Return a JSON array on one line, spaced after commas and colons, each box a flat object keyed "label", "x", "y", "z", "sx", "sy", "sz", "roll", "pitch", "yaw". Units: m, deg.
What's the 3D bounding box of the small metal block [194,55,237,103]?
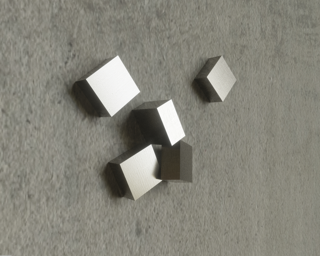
[{"label": "small metal block", "x": 0.087, "y": -0.075, "z": 0.480, "sx": 0.050, "sy": 0.025, "sz": 0.050, "roll": 51, "pitch": 60, "yaw": -28}]

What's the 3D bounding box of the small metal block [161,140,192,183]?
[{"label": "small metal block", "x": 0.023, "y": 0.045, "z": 0.409, "sx": 0.050, "sy": 0.025, "sz": 0.050, "roll": 31, "pitch": 58, "yaw": -63}]

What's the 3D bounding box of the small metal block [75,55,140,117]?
[{"label": "small metal block", "x": -0.059, "y": -0.047, "z": 0.357, "sx": 0.050, "sy": 0.025, "sz": 0.050, "roll": -46, "pitch": 118, "yaw": -30}]

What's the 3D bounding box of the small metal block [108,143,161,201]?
[{"label": "small metal block", "x": -0.028, "y": 0.053, "z": 0.383, "sx": 0.050, "sy": 0.025, "sz": 0.050, "roll": -31, "pitch": 110, "yaw": -36}]

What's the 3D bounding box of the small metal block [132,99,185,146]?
[{"label": "small metal block", "x": -0.002, "y": -0.007, "z": 0.389, "sx": 0.025, "sy": 0.050, "sz": 0.050, "roll": -35, "pitch": 112, "yaw": -35}]
